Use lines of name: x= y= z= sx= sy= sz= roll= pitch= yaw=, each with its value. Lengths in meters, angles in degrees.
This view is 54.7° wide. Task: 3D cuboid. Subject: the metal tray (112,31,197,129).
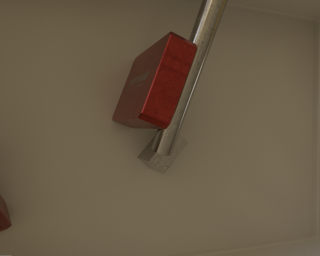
metal tray: x=-0.013 y=-0.046 z=0.351 sx=0.030 sy=0.130 sz=0.090 roll=22 pitch=83 yaw=-19

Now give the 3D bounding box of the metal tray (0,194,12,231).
metal tray: x=-0.199 y=0.077 z=0.281 sx=0.091 sy=0.129 sz=0.030 roll=-19 pitch=63 yaw=-23

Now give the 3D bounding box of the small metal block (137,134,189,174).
small metal block: x=0.002 y=0.029 z=0.399 sx=0.025 sy=0.050 sz=0.050 roll=43 pitch=76 yaw=-16

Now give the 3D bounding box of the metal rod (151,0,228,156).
metal rod: x=0.050 y=-0.110 z=0.329 sx=0.025 sy=0.025 sz=0.298 roll=15 pitch=103 yaw=-20
